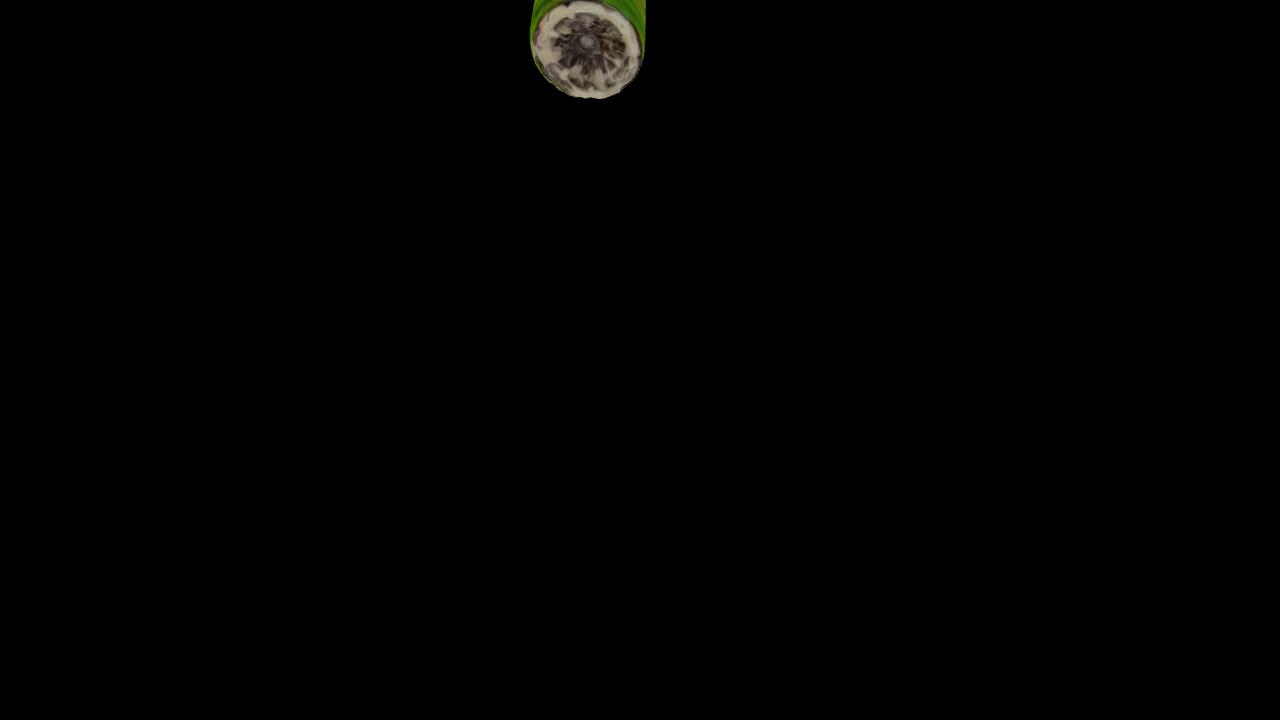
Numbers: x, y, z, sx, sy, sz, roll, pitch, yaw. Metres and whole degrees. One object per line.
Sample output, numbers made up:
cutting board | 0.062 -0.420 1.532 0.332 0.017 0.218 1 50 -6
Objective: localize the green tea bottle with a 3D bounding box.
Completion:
green tea bottle | -0.030 -0.272 0.407 0.073 0.212 0.073 -1 -27 0
